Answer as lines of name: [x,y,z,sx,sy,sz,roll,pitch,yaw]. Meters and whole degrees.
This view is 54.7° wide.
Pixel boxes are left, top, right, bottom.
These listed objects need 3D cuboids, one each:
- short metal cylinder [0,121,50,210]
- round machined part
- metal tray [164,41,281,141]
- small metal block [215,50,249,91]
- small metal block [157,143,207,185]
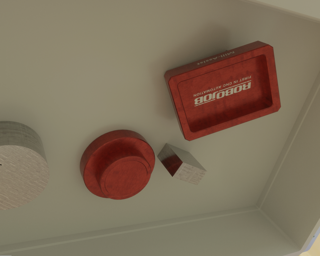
short metal cylinder: [-0.163,0.039,0.328,0.081,0.050,0.079,-14,125,-21]
round machined part: [-0.051,0.055,0.405,0.099,0.042,0.097,-14,125,-21]
metal tray: [0.080,-0.046,0.392,0.131,0.030,0.090,-19,116,-1]
small metal block: [0.104,-0.072,0.423,0.050,0.025,0.050,11,113,-34]
small metal block: [0.031,0.051,0.443,0.050,0.050,0.025,24,105,-37]
